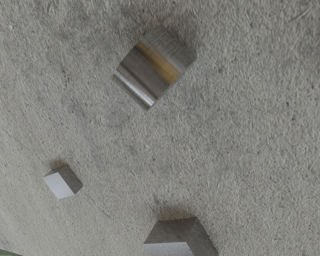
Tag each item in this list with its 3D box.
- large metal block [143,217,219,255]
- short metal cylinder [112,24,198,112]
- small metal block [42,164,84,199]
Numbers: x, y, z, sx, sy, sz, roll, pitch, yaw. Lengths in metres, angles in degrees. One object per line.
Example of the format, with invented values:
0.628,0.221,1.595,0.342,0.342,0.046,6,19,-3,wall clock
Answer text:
0.035,0.192,0.490,0.080,0.050,0.080,-18,109,35,large metal block
-0.005,-0.063,0.334,0.050,0.080,0.080,43,129,-2,short metal cylinder
-0.175,0.097,0.556,0.050,0.025,0.050,-21,108,35,small metal block
